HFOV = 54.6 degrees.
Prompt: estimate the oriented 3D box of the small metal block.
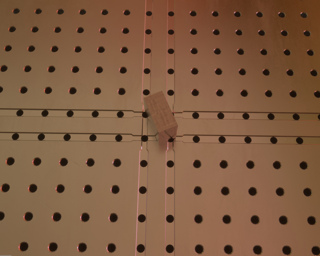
[{"bbox_3d":[0.001,-0.012,0.403,0.025,0.050,0.050,-21,72,-7],"label":"small metal block"}]
